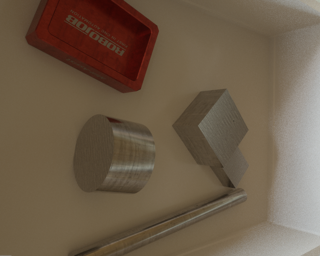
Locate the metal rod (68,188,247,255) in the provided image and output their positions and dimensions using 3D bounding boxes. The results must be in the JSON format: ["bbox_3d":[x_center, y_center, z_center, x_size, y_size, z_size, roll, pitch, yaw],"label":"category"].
[{"bbox_3d":[0.022,0.130,0.427,0.302,0.025,0.025,-8,95,-40],"label":"metal rod"}]

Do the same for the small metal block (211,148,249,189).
[{"bbox_3d":[0.114,0.062,0.506,0.050,0.025,0.050,-51,120,-28],"label":"small metal block"}]

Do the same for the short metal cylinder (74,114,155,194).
[{"bbox_3d":[-0.050,0.029,0.330,0.050,0.080,0.080,14,81,-40],"label":"short metal cylinder"}]

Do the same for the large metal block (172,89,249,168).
[{"bbox_3d":[0.076,0.000,0.457,0.080,0.050,0.080,-50,120,-29],"label":"large metal block"}]

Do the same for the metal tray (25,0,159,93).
[{"bbox_3d":[-0.068,-0.106,0.347,0.131,0.030,0.090,26,74,-37],"label":"metal tray"}]
